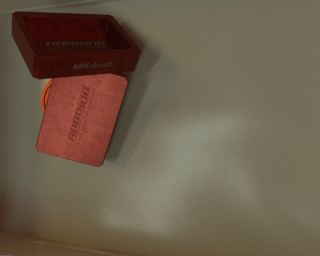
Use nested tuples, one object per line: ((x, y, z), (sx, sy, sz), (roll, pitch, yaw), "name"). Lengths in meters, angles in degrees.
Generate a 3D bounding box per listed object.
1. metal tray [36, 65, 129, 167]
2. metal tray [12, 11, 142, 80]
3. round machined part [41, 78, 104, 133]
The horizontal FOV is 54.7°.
((-0.103, -0.021, 0.413), (0.091, 0.030, 0.129), (17, 105, -10), "metal tray")
((-0.100, -0.104, 0.380), (0.090, 0.131, 0.030), (54, 139, 29), "metal tray")
((-0.130, -0.037, 0.446), (0.098, 0.042, 0.097), (0, 90, 19), "round machined part")
